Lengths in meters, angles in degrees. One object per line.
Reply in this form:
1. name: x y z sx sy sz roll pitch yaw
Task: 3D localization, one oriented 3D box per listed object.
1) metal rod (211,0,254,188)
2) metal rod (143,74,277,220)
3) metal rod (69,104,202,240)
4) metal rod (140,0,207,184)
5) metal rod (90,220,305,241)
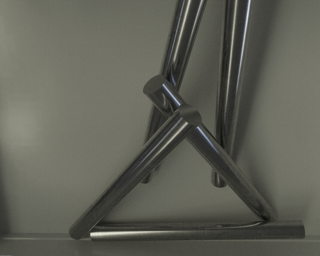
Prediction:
1. metal rod: 0.074 -0.029 0.335 0.025 0.025 0.298 -5 135 2
2. metal rod: 0.079 0.047 0.376 0.025 0.025 0.300 -35 127 12
3. metal rod: -0.049 0.073 0.374 0.025 0.025 0.298 32 131 -11
4. metal rod: 0.006 -0.033 0.333 0.025 0.025 0.298 11 135 -4
5. metal rod: 0.048 0.150 0.450 0.301 0.025 0.025 -3 110 7
